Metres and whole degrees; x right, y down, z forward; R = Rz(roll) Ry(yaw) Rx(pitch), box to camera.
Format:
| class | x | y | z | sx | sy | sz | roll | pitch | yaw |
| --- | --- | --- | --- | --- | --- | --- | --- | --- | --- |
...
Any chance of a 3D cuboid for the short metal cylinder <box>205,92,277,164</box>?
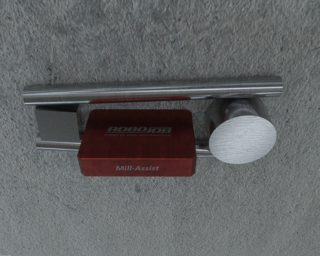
| class | x | y | z | sx | sy | sz | roll | pitch | yaw |
| --- | --- | --- | --- | --- | --- | --- | --- | --- | --- |
| short metal cylinder | 0.099 | 0.000 | 0.393 | 0.081 | 0.050 | 0.079 | 0 | 130 | 0 |

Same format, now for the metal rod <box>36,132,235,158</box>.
| class | x | y | z | sx | sy | sz | roll | pitch | yaw |
| --- | --- | --- | --- | --- | --- | --- | --- | --- | --- |
| metal rod | -0.014 | 0.025 | 0.430 | 0.302 | 0.025 | 0.025 | 3 | 130 | -3 |

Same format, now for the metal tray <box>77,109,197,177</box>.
| class | x | y | z | sx | sy | sz | roll | pitch | yaw |
| --- | --- | --- | --- | --- | --- | --- | --- | --- | --- |
| metal tray | -0.025 | 0.016 | 0.377 | 0.131 | 0.090 | 0.030 | 0 | 130 | 0 |

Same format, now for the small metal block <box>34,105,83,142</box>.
| class | x | y | z | sx | sy | sz | roll | pitch | yaw |
| --- | --- | --- | --- | --- | --- | --- | --- | --- | --- |
| small metal block | -0.129 | -0.009 | 0.400 | 0.050 | 0.025 | 0.050 | 3 | 130 | -3 |

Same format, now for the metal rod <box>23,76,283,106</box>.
| class | x | y | z | sx | sy | sz | roll | pitch | yaw |
| --- | --- | --- | --- | --- | --- | --- | --- | --- | --- |
| metal rod | -0.009 | -0.044 | 0.371 | 0.302 | 0.025 | 0.025 | -2 | 130 | 1 |
